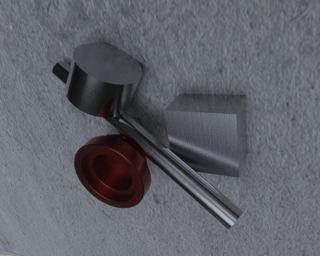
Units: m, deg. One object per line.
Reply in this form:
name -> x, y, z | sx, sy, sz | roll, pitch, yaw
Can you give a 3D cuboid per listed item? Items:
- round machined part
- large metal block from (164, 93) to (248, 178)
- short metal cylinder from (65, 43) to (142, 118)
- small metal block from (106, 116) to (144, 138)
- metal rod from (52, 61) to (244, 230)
round machined part -> -0.055, 0.050, 0.392 | 0.098, 0.042, 0.097 | 13, 125, 20
large metal block -> 0.057, 0.006, 0.365 | 0.080, 0.050, 0.079 | 4, 121, 25
short metal cylinder -> -0.068, -0.058, 0.371 | 0.080, 0.080, 0.050 | 33, 128, 6
small metal block -> -0.042, 0.018, 0.425 | 0.025, 0.050, 0.050 | -2, 118, 29
metal rod -> -0.028, 0.008, 0.379 | 0.300, 0.025, 0.025 | 40, 130, 19
